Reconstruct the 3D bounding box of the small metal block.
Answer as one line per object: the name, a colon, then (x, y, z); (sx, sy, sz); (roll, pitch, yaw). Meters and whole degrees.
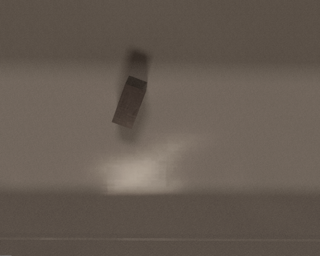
small metal block: (-0.037, -0.033, 0.385); (0.025, 0.050, 0.050); (20, 109, -8)
